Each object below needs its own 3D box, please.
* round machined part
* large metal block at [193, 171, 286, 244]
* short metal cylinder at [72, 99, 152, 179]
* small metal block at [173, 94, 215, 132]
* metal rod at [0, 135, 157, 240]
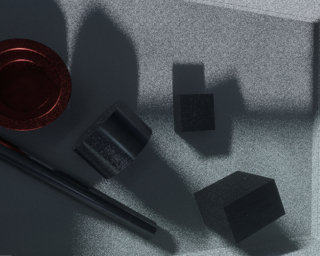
[{"bbox_3d":[-0.151,-0.046,0.346,0.099,0.042,0.097,0,90,-21],"label":"round machined part"},{"bbox_3d":[0.105,0.103,0.422,0.081,0.080,0.050,-23,98,-19],"label":"large metal block"},{"bbox_3d":[-0.055,0.012,0.362,0.050,0.080,0.080,45,76,-15],"label":"short metal cylinder"},{"bbox_3d":[0.047,-0.021,0.429,0.050,0.025,0.050,-4,91,-20],"label":"small metal block"},{"bbox_3d":[-0.130,0.055,0.362,0.301,0.025,0.025,34,79,-17],"label":"metal rod"}]
